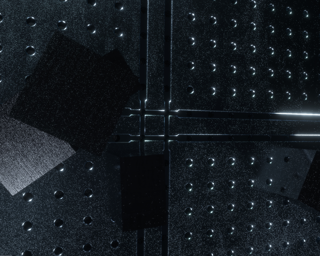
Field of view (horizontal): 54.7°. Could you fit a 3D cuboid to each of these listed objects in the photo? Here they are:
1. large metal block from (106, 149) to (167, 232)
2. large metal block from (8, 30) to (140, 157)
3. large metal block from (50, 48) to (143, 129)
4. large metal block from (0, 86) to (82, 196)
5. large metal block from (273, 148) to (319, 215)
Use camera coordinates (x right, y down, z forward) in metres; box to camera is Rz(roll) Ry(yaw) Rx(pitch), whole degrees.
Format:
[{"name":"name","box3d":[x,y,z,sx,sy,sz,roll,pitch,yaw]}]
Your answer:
[{"name":"large metal block","box3d":[-0.031,0.069,0.373,0.050,0.080,0.079,-3,91,-20]},{"name":"large metal block","box3d":[-0.078,-0.028,0.286,0.080,0.050,0.080,28,81,-18]},{"name":"large metal block","box3d":[-0.077,-0.042,0.355,0.080,0.080,0.050,-36,102,-17]},{"name":"large metal block","box3d":[-0.144,0.011,0.334,0.080,0.050,0.080,-35,102,3]},{"name":"large metal block","box3d":[0.241,0.087,0.491,0.080,0.050,0.080,29,80,-18]}]
